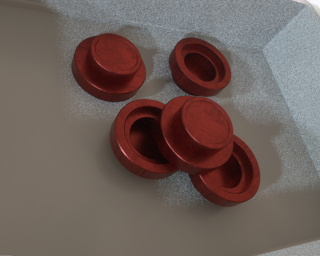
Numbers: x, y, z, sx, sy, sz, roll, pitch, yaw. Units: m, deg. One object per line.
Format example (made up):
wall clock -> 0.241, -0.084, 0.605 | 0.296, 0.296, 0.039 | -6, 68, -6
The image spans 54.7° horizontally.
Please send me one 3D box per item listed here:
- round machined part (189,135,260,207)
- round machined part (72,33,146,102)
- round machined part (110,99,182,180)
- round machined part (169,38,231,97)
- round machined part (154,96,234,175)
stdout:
round machined part -> 0.077, 0.055, 0.403 | 0.099, 0.042, 0.098 | 14, 56, -21
round machined part -> -0.064, -0.086, 0.413 | 0.099, 0.042, 0.098 | 14, 56, -21
round machined part -> -0.014, 0.017, 0.377 | 0.099, 0.042, 0.098 | 14, 56, -21
round machined part -> 0.057, -0.089, 0.479 | 0.099, 0.042, 0.098 | 14, 56, -21
round machined part -> 0.046, 0.002, 0.364 | 0.099, 0.042, 0.098 | 14, 56, -21
